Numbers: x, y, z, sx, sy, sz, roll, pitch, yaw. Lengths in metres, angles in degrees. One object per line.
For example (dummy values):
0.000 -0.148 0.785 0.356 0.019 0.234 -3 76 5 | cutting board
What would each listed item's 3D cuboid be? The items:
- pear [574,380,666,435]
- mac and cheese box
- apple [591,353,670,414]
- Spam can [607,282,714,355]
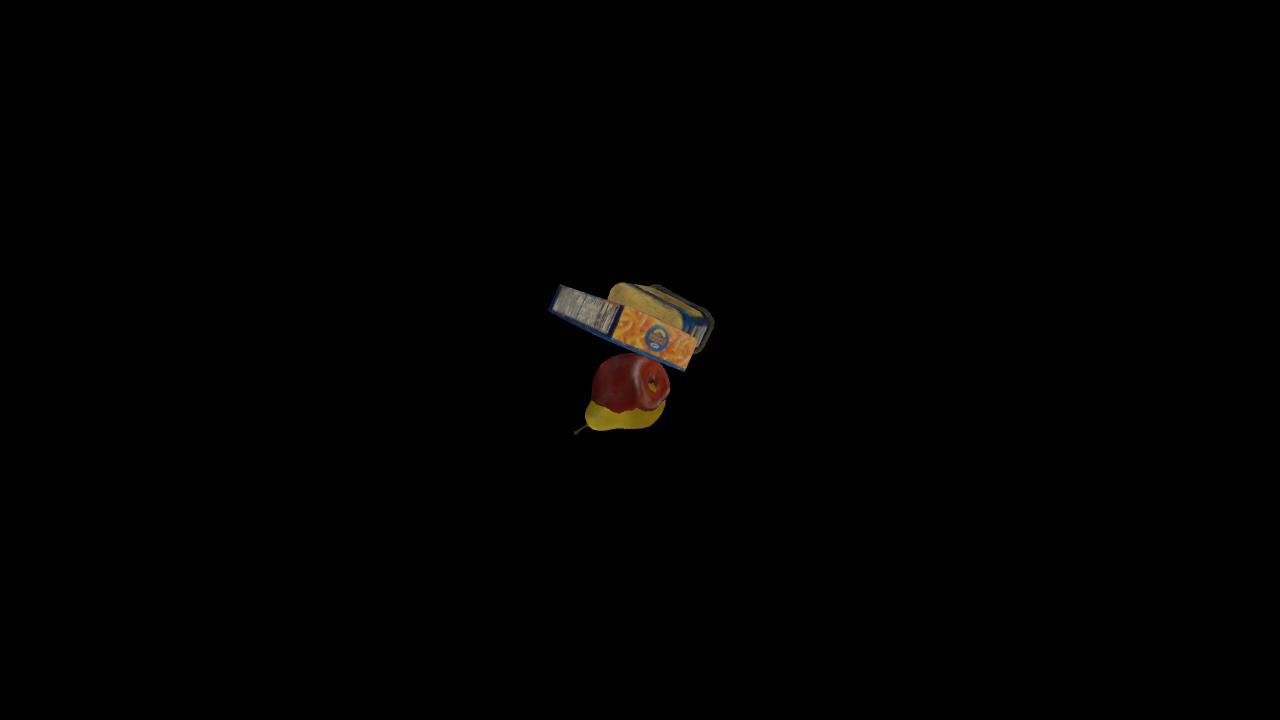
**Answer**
-0.027 0.051 0.703 0.111 0.080 0.080 -28 -9 18 | pear
-0.025 -0.039 0.663 0.093 0.041 0.184 24 0 -30 | mac and cheese box
-0.013 0.030 0.692 0.079 0.079 0.093 0 -12 -43 | apple
0.021 -0.047 0.695 0.101 0.058 0.085 30 15 23 | Spam can
